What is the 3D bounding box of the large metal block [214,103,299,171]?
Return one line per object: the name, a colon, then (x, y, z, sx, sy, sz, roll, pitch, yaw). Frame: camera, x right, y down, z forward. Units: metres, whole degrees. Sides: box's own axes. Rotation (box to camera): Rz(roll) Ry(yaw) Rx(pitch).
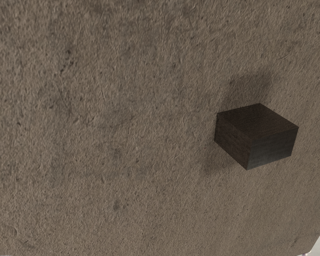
large metal block: (0.138, 0.009, 0.455, 0.081, 0.080, 0.050, -13, 124, -21)
